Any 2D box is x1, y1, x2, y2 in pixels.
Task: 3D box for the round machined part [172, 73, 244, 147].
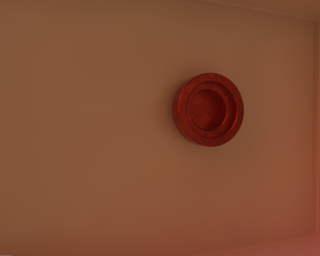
[{"bbox_3d":[0.062,-0.024,0.426,0.099,0.042,0.097,0,90,-21],"label":"round machined part"}]
